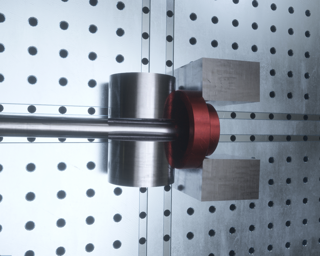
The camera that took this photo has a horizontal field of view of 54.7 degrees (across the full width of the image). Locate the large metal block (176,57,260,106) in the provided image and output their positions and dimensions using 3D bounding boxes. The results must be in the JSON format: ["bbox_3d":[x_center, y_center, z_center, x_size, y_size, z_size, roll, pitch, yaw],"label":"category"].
[{"bbox_3d":[0.073,-0.058,0.411,0.081,0.080,0.050,0,90,-20],"label":"large metal block"}]

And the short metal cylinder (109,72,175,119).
[{"bbox_3d":[-0.022,-0.036,0.375,0.081,0.080,0.050,1,91,-20],"label":"short metal cylinder"}]

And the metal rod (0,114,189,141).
[{"bbox_3d":[-0.105,0.000,0.361,0.302,0.025,0.025,2,90,-16],"label":"metal rod"}]

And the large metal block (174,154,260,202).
[{"bbox_3d":[0.073,0.062,0.411,0.081,0.080,0.050,3,89,-20],"label":"large metal block"}]

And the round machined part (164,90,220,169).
[{"bbox_3d":[0.040,0.002,0.388,0.042,0.098,0.097,1,90,-20],"label":"round machined part"}]

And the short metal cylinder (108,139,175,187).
[{"bbox_3d":[-0.022,0.039,0.374,0.081,0.080,0.050,1,90,-20],"label":"short metal cylinder"}]
